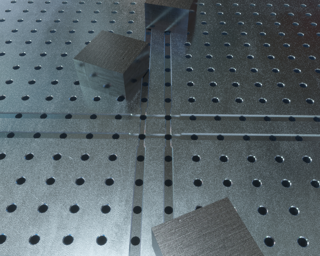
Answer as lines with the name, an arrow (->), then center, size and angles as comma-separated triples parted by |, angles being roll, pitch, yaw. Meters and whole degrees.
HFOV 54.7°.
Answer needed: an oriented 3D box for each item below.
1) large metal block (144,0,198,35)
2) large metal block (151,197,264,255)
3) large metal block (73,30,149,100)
large metal block -> 0.023, -0.225, 0.580 | 0.080, 0.050, 0.080 | 13, 51, 10
large metal block -> 0.045, 0.123, 0.288 | 0.081, 0.050, 0.080 | -18, 53, -15
large metal block -> -0.071, -0.098, 0.473 | 0.080, 0.050, 0.080 | 19, 52, 15
